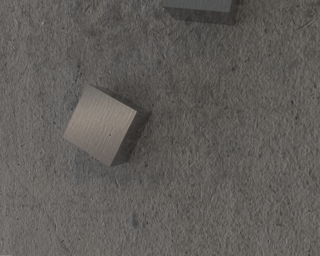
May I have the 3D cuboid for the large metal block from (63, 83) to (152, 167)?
[{"bbox_3d":[-0.071,-0.004,0.421,0.080,0.050,0.080,30,100,17],"label":"large metal block"}]

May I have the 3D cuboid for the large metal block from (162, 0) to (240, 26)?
[{"bbox_3d":[0.056,-0.175,0.376,0.080,0.050,0.080,13,94,19],"label":"large metal block"}]
